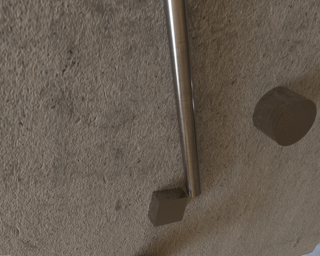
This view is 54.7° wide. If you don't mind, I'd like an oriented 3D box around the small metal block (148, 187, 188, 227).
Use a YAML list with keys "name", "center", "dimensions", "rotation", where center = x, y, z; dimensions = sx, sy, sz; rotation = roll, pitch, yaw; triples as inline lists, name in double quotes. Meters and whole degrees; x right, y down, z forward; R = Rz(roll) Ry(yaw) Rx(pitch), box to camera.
- name: "small metal block"
  center: [0.012, 0.125, 0.491]
  dimensions: [0.050, 0.025, 0.050]
  rotation: [-4, 120, -27]

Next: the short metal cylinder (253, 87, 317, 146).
- name: "short metal cylinder"
  center: [0.194, -0.019, 0.485]
  dimensions: [0.081, 0.050, 0.079]
  rotation: [-14, 124, -21]

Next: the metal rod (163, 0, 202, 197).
- name: "metal rod"
  center: [0.035, -0.019, 0.414]
  dimensions: [0.025, 0.025, 0.298]
  rotation: [-21, 127, -16]
